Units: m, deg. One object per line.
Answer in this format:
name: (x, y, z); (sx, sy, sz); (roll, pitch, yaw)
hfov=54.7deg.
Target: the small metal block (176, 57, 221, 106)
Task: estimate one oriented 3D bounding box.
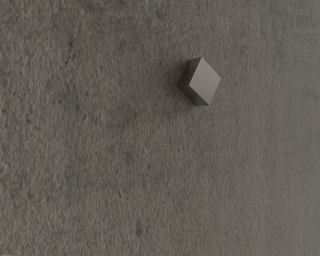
small metal block: (0.058, -0.067, 0.456); (0.050, 0.025, 0.050); (38, 66, -34)
